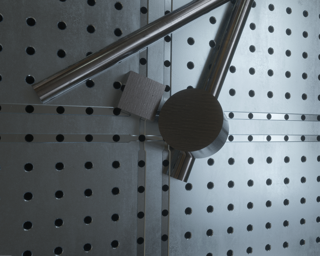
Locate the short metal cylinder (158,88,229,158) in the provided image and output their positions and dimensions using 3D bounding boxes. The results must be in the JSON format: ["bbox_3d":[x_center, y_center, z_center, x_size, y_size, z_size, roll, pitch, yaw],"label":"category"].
[{"bbox_3d":[0.044,-0.004,0.395,0.080,0.050,0.080,-5,74,18],"label":"short metal cylinder"}]

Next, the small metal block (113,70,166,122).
[{"bbox_3d":[-0.027,-0.040,0.404,0.050,0.025,0.050,21,83,-19],"label":"small metal block"}]

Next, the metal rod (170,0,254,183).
[{"bbox_3d":[0.079,-0.068,0.442,0.025,0.025,0.299,24,82,-19],"label":"metal rod"}]

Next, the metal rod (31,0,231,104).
[{"bbox_3d":[-0.022,-0.118,0.405,0.302,0.025,0.025,-33,101,-17],"label":"metal rod"}]
